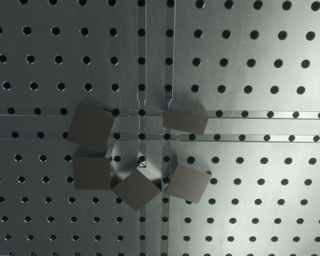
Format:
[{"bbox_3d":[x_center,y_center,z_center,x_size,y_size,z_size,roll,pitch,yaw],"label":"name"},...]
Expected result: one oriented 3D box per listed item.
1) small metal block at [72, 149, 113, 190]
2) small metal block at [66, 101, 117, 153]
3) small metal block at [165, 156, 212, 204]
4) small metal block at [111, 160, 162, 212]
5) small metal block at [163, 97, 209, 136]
[{"bbox_3d":[-0.093,0.058,0.434,0.050,0.025,0.050,1,110,-1],"label":"small metal block"},{"bbox_3d":[-0.090,-0.001,0.412,0.050,0.025,0.050,20,109,-8],"label":"small metal block"},{"bbox_3d":[0.039,0.074,0.441,0.050,0.025,0.050,19,109,-8],"label":"small metal block"},{"bbox_3d":[-0.033,0.083,0.444,0.050,0.025,0.050,-41,106,13],"label":"small metal block"},{"bbox_3d":[0.031,-0.016,0.395,0.050,0.050,0.025,13,110,-5],"label":"small metal block"}]
